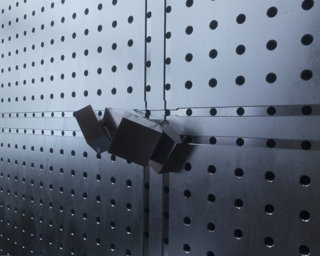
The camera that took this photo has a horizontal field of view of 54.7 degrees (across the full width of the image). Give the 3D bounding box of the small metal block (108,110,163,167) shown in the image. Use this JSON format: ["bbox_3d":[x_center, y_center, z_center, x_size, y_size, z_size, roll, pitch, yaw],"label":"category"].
[{"bbox_3d":[-0.030,0.013,0.381,0.050,0.025,0.050,22,109,-9],"label":"small metal block"}]

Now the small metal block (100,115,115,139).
[{"bbox_3d":[-0.074,0.005,0.468,0.050,0.025,0.050,-24,75,37],"label":"small metal block"}]

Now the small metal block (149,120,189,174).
[{"bbox_3d":[0.001,0.024,0.407,0.050,0.025,0.050,43,116,31],"label":"small metal block"}]

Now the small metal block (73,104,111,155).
[{"bbox_3d":[-0.091,0.003,0.429,0.025,0.050,0.050,-28,68,-4],"label":"small metal block"}]

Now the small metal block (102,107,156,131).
[{"bbox_3d":[-0.042,-0.008,0.426,0.050,0.050,0.025,24,105,37],"label":"small metal block"}]
